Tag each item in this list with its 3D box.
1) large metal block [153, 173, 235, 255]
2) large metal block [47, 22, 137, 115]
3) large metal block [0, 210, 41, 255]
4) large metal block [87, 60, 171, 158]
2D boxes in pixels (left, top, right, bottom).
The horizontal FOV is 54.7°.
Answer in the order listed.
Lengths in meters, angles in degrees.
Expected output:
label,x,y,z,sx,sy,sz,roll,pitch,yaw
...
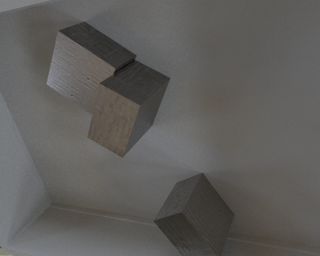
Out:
label,x,y,z,sx,sy,sz,roll,pitch,yaw
large metal block,0.049,0.122,0.422,0.050,0.080,0.080,-30,102,37
large metal block,-0.088,-0.073,0.392,0.080,0.050,0.079,34,129,5
large metal block,-0.330,0.249,0.719,0.080,0.050,0.079,19,126,16
large metal block,-0.037,-0.025,0.376,0.050,0.080,0.079,29,128,9
